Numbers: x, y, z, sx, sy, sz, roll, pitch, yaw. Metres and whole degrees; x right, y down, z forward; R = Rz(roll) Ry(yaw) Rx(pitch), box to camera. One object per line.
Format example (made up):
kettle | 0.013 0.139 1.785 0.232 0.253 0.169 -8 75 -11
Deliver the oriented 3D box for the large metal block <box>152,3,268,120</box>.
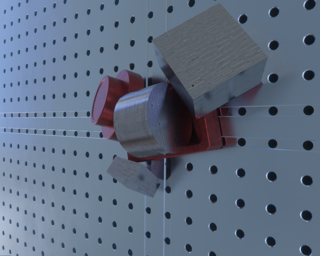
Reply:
large metal block | 0.049 -0.068 0.322 0.080 0.050 0.080 -30 67 -3

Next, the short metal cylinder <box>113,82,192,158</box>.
short metal cylinder | -0.006 -0.008 0.358 0.050 0.081 0.080 -11 83 39

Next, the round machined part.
round machined part | -0.063 -0.033 0.420 0.098 0.042 0.098 -40 42 50

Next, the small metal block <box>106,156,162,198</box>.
small metal block | -0.034 0.065 0.414 0.050 0.050 0.025 10 63 40

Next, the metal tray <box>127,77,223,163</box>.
metal tray | 0.009 -0.007 0.395 0.130 0.030 0.090 -14 81 39
